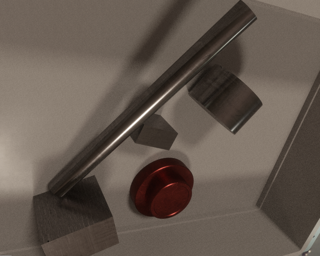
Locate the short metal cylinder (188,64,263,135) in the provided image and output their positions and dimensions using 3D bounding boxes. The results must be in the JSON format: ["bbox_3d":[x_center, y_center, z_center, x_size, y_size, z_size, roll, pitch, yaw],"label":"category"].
[{"bbox_3d":[0.083,-0.036,0.398,0.050,0.080,0.080,-48,129,5],"label":"short metal cylinder"}]

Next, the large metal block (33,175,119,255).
[{"bbox_3d":[-0.106,0.115,0.387,0.081,0.080,0.050,-18,126,-19],"label":"large metal block"}]

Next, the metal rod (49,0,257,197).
[{"bbox_3d":[-0.021,-0.019,0.343,0.299,0.025,0.025,-42,131,17],"label":"metal rod"}]

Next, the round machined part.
[{"bbox_3d":[0.009,0.097,0.464,0.099,0.042,0.097,-14,125,-21],"label":"round machined part"}]

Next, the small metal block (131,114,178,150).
[{"bbox_3d":[-0.014,0.000,0.387,0.050,0.050,0.025,15,111,-35],"label":"small metal block"}]
